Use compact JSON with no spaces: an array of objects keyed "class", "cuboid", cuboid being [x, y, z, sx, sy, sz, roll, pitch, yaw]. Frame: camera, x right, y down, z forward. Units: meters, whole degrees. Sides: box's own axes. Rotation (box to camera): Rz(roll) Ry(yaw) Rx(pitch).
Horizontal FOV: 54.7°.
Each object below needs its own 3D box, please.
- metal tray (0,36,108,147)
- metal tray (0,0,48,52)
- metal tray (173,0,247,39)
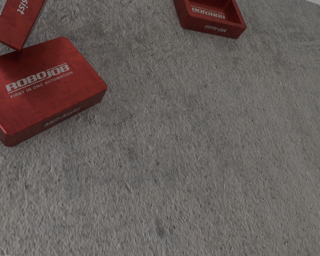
[{"class":"metal tray","cuboid":[-0.138,-0.047,0.355,0.131,0.030,0.090,-35,81,-38]},{"class":"metal tray","cuboid":[-0.135,-0.157,0.340,0.030,0.129,0.090,27,24,-26]},{"class":"metal tray","cuboid":[0.093,-0.221,0.584,0.131,0.030,0.090,2,61,-28]}]
